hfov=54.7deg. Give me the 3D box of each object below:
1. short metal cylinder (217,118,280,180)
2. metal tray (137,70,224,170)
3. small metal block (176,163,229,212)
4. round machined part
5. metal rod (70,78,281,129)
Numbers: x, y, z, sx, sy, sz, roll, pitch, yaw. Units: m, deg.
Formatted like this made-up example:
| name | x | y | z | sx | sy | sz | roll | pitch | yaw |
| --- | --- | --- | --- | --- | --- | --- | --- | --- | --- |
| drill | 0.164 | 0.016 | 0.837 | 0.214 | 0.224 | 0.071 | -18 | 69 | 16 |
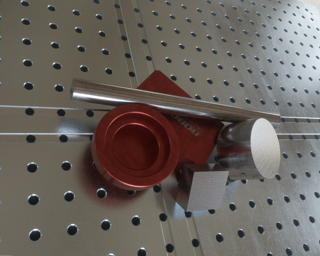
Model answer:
| name | x | y | z | sx | sy | sz | roll | pitch | yaw |
| --- | --- | --- | --- | --- | --- | --- | --- | --- | --- |
| short metal cylinder | 0.122 | 0.030 | 0.422 | 0.081 | 0.050 | 0.080 | 12 | 73 | -43 |
| metal tray | 0.018 | -0.010 | 0.424 | 0.130 | 0.030 | 0.090 | 40 | 51 | -2 |
| small metal block | 0.051 | 0.071 | 0.377 | 0.050 | 0.025 | 0.050 | 3 | 104 | -28 |
| round machined part | -0.031 | 0.025 | 0.361 | 0.099 | 0.042 | 0.098 | 9 | 65 | -19 |
| metal rod | 0.039 | -0.027 | 0.407 | 0.302 | 0.025 | 0.025 | 7 | 59 | -25 |
